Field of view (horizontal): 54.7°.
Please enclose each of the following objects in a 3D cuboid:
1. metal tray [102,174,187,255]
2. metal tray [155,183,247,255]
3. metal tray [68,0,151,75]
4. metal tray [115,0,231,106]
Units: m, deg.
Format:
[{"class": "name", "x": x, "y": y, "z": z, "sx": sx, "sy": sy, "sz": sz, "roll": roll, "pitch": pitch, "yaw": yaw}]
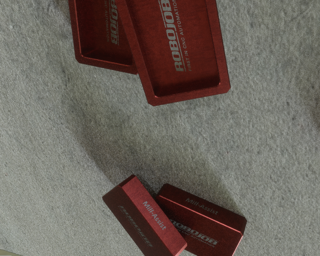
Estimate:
[{"class": "metal tray", "x": -0.027, "y": 0.141, "z": 0.474, "sx": 0.130, "sy": 0.030, "sz": 0.090, "roll": 52, "pitch": 144, "yaw": 3}, {"class": "metal tray", "x": 0.053, "y": 0.147, "z": 0.466, "sx": 0.130, "sy": 0.030, "sz": 0.089, "roll": 21, "pitch": 126, "yaw": 15}, {"class": "metal tray", "x": -0.057, "y": -0.132, "z": 0.349, "sx": 0.090, "sy": 0.030, "sz": 0.129, "roll": 15, "pitch": 125, "yaw": 19}, {"class": "metal tray", "x": 0.016, "y": -0.091, "z": 0.314, "sx": 0.090, "sy": 0.030, "sz": 0.129, "roll": -10, "pitch": 120, "yaw": 13}]
